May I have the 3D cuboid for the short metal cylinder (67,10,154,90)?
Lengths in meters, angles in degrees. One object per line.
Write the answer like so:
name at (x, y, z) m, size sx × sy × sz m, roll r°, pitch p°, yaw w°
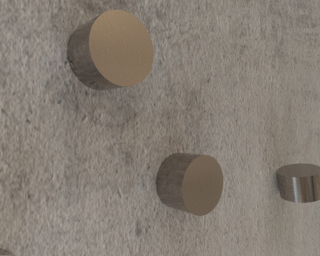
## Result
short metal cylinder at (-0.054, -0.084, 0.344) m, size 0.081 × 0.050 × 0.079 m, roll 0°, pitch 90°, yaw -40°

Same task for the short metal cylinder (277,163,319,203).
short metal cylinder at (0.273, 0.105, 0.602) m, size 0.081 × 0.080 × 0.050 m, roll -17°, pitch 101°, yaw -39°

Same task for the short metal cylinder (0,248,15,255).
short metal cylinder at (-0.150, 0.150, 0.264) m, size 0.081 × 0.050 × 0.079 m, roll 0°, pitch 90°, yaw -40°

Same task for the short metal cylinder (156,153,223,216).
short metal cylinder at (0.042, 0.075, 0.426) m, size 0.081 × 0.050 × 0.079 m, roll 0°, pitch 90°, yaw -40°
